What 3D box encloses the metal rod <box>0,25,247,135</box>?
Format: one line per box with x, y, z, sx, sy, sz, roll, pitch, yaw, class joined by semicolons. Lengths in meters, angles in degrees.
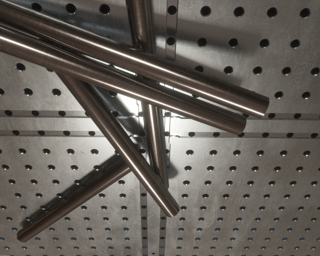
-0.041;-0.049;0.335;0.302;0.025;0.025;18;128;-16;metal rod

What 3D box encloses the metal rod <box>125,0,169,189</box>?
-0.010;-0.021;0.393;0.025;0.025;0.298;-4;130;3;metal rod

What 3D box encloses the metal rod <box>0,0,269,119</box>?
-0.031;-0.072;0.318;0.302;0.025;0.025;20;128;-5;metal rod

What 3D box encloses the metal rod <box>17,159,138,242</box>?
-0.146;0.123;0.514;0.299;0.025;0.025;-36;122;26;metal rod

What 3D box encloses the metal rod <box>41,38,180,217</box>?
-0.051;0.018;0.406;0.025;0.025;0.299;-23;121;17;metal rod
